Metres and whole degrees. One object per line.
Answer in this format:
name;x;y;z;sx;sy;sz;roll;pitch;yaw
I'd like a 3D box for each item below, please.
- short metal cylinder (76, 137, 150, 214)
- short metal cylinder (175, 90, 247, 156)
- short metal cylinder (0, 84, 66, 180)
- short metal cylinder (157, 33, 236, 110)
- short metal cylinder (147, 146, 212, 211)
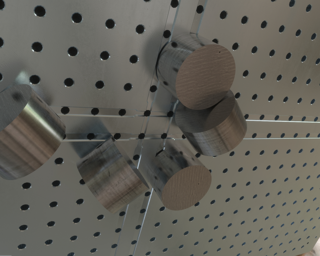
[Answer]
short metal cylinder;-0.057;0.057;0.380;0.050;0.080;0.080;-36;129;-4
short metal cylinder;0.067;-0.010;0.406;0.080;0.080;0.050;-39;129;-2
short metal cylinder;-0.141;0.003;0.300;0.080;0.080;0.050;-36;129;-4
short metal cylinder;0.043;-0.069;0.376;0.081;0.050;0.079;-14;124;-21
short metal cylinder;0.028;0.074;0.456;0.081;0.050;0.079;-14;124;-21
